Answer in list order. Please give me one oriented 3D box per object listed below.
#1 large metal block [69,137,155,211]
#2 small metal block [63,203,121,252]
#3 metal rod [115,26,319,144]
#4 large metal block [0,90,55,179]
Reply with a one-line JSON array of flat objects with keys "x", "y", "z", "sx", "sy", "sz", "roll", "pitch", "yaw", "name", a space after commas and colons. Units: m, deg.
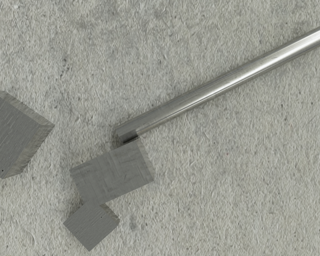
[{"x": -0.054, "y": 0.052, "z": 0.382, "sx": 0.080, "sy": 0.080, "sz": 0.050, "roll": -24, "pitch": 90, "yaw": 0, "name": "large metal block"}, {"x": -0.089, "y": 0.124, "z": 0.409, "sx": 0.050, "sy": 0.025, "sz": 0.050, "roll": -42, "pitch": 90, "yaw": 0, "name": "small metal block"}, {"x": 0.082, "y": -0.057, "z": 0.410, "sx": 0.301, "sy": 0.025, "sz": 0.025, "roll": -26, "pitch": 90, "yaw": 0, "name": "metal rod"}, {"x": -0.198, "y": 0.006, "z": 0.396, "sx": 0.080, "sy": 0.050, "sz": 0.080, "roll": 35, "pitch": 90, "yaw": 0, "name": "large metal block"}]
